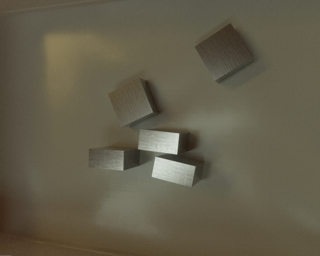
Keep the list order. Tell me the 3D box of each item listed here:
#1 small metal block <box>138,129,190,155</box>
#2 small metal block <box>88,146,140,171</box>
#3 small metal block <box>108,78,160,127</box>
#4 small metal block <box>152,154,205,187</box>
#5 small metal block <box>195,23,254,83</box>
[{"bbox_3d":[0.006,0.016,0.394,0.050,0.050,0.025,6,92,19],"label":"small metal block"},{"bbox_3d":[-0.060,0.040,0.417,0.050,0.050,0.025,2,91,19],"label":"small metal block"},{"bbox_3d":[-0.036,-0.034,0.422,0.050,0.025,0.050,-24,82,18],"label":"small metal block"},{"bbox_3d":[0.024,0.051,0.388,0.050,0.050,0.025,12,94,19],"label":"small metal block"},{"bbox_3d":[0.079,-0.091,0.382,0.050,0.025,0.050,-31,80,17],"label":"small metal block"}]
